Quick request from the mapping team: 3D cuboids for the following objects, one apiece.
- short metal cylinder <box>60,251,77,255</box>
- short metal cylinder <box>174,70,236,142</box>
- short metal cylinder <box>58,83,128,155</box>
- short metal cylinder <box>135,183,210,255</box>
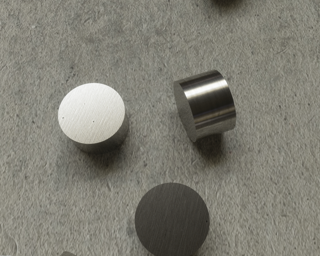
[{"bbox_3d":[-0.087,0.174,0.315,0.080,0.080,0.050,39,75,13],"label":"short metal cylinder"},{"bbox_3d":[0.054,-0.028,0.389,0.050,0.080,0.080,-18,71,-6],"label":"short metal cylinder"},{"bbox_3d":[-0.083,-0.011,0.398,0.081,0.050,0.080,0,70,0],"label":"short metal cylinder"},{"bbox_3d":[0.013,0.107,0.356,0.081,0.050,0.080,0,70,0],"label":"short metal cylinder"}]
